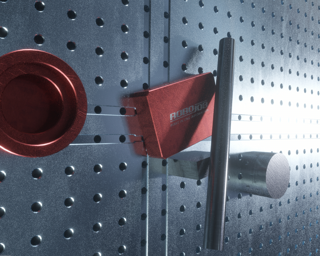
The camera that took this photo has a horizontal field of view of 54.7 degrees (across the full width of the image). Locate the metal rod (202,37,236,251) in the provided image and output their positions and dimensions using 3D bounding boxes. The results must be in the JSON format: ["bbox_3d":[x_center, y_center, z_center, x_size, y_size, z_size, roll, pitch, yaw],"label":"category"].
[{"bbox_3d":[0.084,0.007,0.424,0.025,0.025,0.299,25,64,-38],"label":"metal rod"}]

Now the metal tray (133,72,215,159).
[{"bbox_3d":[0.031,-0.021,0.434,0.131,0.030,0.089,-23,105,-38],"label":"metal tray"}]

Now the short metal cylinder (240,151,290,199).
[{"bbox_3d":[0.189,0.083,0.555,0.081,0.050,0.079,0,90,-40],"label":"short metal cylinder"}]

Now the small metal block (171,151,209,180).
[{"bbox_3d":[0.052,0.051,0.439,0.050,0.050,0.025,-14,99,-40],"label":"small metal block"}]

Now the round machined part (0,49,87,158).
[{"bbox_3d":[-0.124,-0.022,0.295,0.099,0.042,0.097,0,90,-40],"label":"round machined part"}]
